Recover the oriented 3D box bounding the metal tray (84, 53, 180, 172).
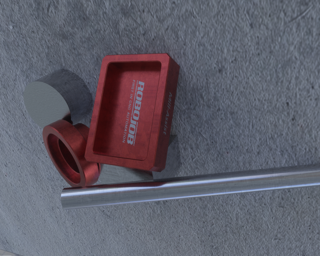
[{"bbox_3d":[-0.032,-0.019,0.359,0.090,0.030,0.129,5,81,25],"label":"metal tray"}]

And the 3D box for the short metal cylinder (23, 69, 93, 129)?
[{"bbox_3d":[-0.144,-0.038,0.442,0.080,0.050,0.079,13,124,20],"label":"short metal cylinder"}]

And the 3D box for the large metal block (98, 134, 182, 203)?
[{"bbox_3d":[-0.025,0.047,0.413,0.080,0.080,0.050,5,121,25],"label":"large metal block"}]

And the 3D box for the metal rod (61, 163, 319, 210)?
[{"bbox_3d":[0.039,0.066,0.351,0.302,0.025,0.025,-6,118,3],"label":"metal rod"}]

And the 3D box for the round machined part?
[{"bbox_3d":[-0.112,0.032,0.417,0.098,0.042,0.097,30,136,34],"label":"round machined part"}]
